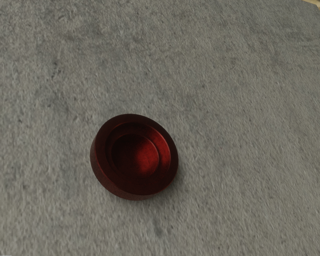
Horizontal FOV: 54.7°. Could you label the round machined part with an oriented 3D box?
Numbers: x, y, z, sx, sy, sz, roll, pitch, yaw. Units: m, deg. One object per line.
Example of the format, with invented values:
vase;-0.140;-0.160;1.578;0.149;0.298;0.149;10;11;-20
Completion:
round machined part;-0.032;0.036;0.355;0.099;0.042;0.098;14;56;-21
